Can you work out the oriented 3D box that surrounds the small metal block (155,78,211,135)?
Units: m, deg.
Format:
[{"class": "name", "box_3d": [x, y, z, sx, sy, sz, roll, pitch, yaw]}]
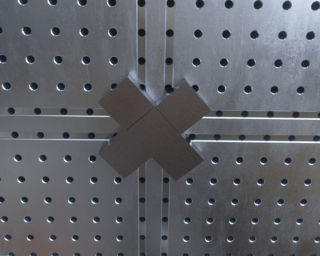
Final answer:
[{"class": "small metal block", "box_3d": [0.030, -0.029, 0.403, 0.050, 0.025, 0.050, -39, 106, 13]}]

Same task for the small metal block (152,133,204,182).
[{"class": "small metal block", "box_3d": [0.024, 0.037, 0.427, 0.050, 0.025, 0.050, -39, 106, 13]}]

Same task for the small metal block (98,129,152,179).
[{"class": "small metal block", "box_3d": [-0.047, 0.033, 0.425, 0.050, 0.025, 0.050, -39, 106, 13]}]

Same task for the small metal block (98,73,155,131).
[{"class": "small metal block", "box_3d": [-0.042, -0.034, 0.400, 0.050, 0.025, 0.050, -39, 106, 13]}]

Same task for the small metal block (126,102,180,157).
[{"class": "small metal block", "box_3d": [-0.009, 0.002, 0.413, 0.050, 0.025, 0.050, -39, 106, 13]}]
